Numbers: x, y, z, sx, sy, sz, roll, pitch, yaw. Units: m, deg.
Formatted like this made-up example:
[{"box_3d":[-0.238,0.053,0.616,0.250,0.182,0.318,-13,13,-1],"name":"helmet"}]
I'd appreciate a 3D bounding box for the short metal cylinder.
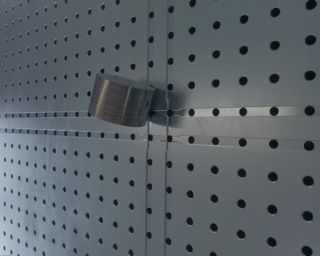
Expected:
[{"box_3d":[-0.051,-0.038,0.417,0.080,0.081,0.050,26,107,37],"name":"short metal cylinder"}]
